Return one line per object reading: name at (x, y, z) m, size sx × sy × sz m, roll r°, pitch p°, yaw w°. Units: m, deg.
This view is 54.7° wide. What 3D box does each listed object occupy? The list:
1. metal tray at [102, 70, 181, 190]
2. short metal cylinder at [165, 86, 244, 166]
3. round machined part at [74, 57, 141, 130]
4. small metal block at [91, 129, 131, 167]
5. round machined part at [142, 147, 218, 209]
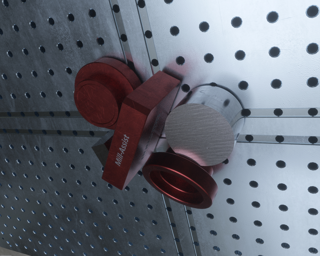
metal tray at (-0.024, 0.004, 0.379) m, size 0.030 × 0.090 × 0.129 m, roll 29°, pitch 128°, yaw 10°
short metal cylinder at (0.052, -0.003, 0.360) m, size 0.080 × 0.050 × 0.079 m, roll 13°, pitch 124°, yaw 21°
round machined part at (-0.073, -0.039, 0.408) m, size 0.098 × 0.042 × 0.097 m, roll 13°, pitch 124°, yaw 21°
small metal block at (-0.062, 0.032, 0.442) m, size 0.025 × 0.050 × 0.050 m, roll -16°, pitch 110°, yaw 34°
round machined part at (0.030, 0.060, 0.402) m, size 0.098 × 0.042 × 0.098 m, roll 23°, pitch 151°, yaw 14°
